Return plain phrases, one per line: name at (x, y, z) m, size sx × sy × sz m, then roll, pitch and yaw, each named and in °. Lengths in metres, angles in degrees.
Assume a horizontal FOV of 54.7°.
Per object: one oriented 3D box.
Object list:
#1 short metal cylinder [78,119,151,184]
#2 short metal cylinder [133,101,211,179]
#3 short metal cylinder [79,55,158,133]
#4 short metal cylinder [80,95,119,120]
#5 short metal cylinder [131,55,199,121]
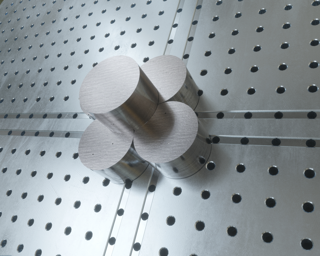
short metal cylinder at (-0.058, 0.026, 0.404) m, size 0.080 × 0.050 × 0.080 m, roll -13°, pitch 56°, yaw 20°
short metal cylinder at (0.016, 0.015, 0.373) m, size 0.080 × 0.050 × 0.080 m, roll -13°, pitch 56°, yaw 20°
short metal cylinder at (-0.049, -0.040, 0.374) m, size 0.080 × 0.050 × 0.080 m, roll -12°, pitch 58°, yaw 20°
short metal cylinder at (-0.067, -0.039, 0.449) m, size 0.080 × 0.050 × 0.080 m, roll -13°, pitch 56°, yaw 20°
short metal cylinder at (0.007, -0.051, 0.418) m, size 0.080 × 0.050 × 0.080 m, roll -13°, pitch 56°, yaw 20°
